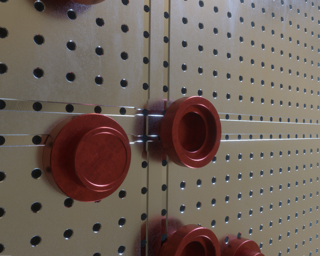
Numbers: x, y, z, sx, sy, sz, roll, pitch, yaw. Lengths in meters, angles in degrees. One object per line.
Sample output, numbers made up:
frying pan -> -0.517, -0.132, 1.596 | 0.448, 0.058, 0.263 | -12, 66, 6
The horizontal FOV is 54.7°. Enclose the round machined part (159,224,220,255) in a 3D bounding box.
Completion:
round machined part -> 0.037, 0.183, 0.432 | 0.099, 0.042, 0.097 | 0, 90, -40

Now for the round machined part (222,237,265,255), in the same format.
round machined part -> 0.147, 0.241, 0.525 | 0.099, 0.042, 0.097 | 0, 90, -40

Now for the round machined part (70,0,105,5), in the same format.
round machined part -> -0.087, -0.180, 0.326 | 0.099, 0.042, 0.097 | 0, 90, -40

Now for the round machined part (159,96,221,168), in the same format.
round machined part -> 0.038, 0.006, 0.433 | 0.099, 0.042, 0.097 | 0, 90, -40

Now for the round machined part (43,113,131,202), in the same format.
round machined part -> -0.071, 0.032, 0.340 | 0.099, 0.042, 0.097 | 0, 90, -40
